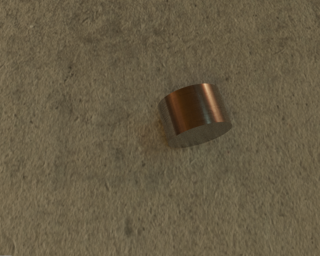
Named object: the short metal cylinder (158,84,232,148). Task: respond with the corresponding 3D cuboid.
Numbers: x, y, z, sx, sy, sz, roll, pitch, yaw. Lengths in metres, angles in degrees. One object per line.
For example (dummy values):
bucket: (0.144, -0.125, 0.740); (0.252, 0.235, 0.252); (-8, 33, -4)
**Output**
short metal cylinder: (0.042, -0.013, 0.384); (0.081, 0.080, 0.050); (-14, 71, -5)
